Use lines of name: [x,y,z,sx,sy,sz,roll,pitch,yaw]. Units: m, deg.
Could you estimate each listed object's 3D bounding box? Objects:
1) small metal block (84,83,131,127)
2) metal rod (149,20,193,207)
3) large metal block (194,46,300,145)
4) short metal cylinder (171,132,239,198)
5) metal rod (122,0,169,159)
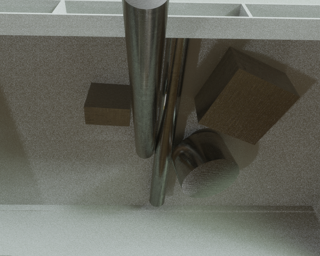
small metal block: [-0.060,-0.028,0.368,0.050,0.050,0.025,3,130,-3]
metal rod: [0.008,0.007,0.414,0.025,0.025,0.298,4,130,-4]
large metal block: [0.098,-0.035,0.364,0.080,0.050,0.079,20,127,-17]
short metal cylinder: [0.061,0.052,0.425,0.081,0.050,0.079,-11,135,-11]
metal rod: [-0.014,-0.020,0.298,0.025,0.025,0.299,2,160,-2]
